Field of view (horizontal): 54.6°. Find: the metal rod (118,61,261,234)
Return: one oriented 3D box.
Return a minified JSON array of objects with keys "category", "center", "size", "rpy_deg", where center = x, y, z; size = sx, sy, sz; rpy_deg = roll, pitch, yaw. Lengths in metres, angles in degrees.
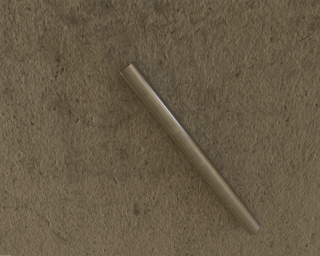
[{"category":"metal rod","center":[0.049,0.037,0.423],"size":[0.025,0.025,0.300],"rpy_deg":[-36,107,12]}]
